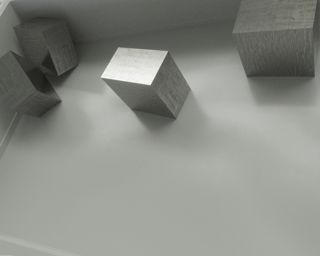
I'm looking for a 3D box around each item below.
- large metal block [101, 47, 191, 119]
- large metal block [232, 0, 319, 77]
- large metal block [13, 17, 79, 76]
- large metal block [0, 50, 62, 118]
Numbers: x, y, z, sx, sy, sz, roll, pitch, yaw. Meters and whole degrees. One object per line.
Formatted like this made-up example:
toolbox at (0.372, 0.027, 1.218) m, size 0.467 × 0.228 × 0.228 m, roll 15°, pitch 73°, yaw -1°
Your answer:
large metal block at (-0.016, -0.060, 0.414) m, size 0.080 × 0.080 × 0.050 m, roll 14°, pitch 69°, yaw 33°
large metal block at (0.138, -0.104, 0.361) m, size 0.080 × 0.080 × 0.050 m, roll 5°, pitch 65°, yaw 30°
large metal block at (-0.201, -0.146, 0.551) m, size 0.080 × 0.080 × 0.050 m, roll 18°, pitch 45°, yaw 31°
large metal block at (-0.220, -0.068, 0.507) m, size 0.050 × 0.080 × 0.080 m, roll -37°, pitch 80°, yaw 3°
